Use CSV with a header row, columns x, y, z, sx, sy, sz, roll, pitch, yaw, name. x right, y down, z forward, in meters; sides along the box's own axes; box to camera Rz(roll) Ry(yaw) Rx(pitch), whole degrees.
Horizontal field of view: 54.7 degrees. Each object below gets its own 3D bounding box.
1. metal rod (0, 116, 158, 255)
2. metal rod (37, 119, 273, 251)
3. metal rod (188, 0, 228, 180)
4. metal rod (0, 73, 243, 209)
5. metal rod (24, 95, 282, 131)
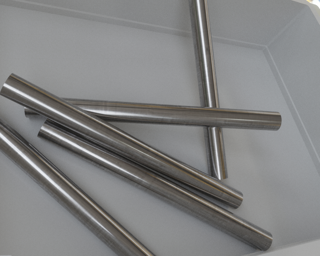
x,y,z,sx,sy,sz,roll,pitch,yaw,name
-0.120,0.043,0.314,0.300,0.025,0.025,42,51,0,metal rod
0.003,0.071,0.363,0.301,0.025,0.025,29,52,-10,metal rod
0.060,-0.082,0.411,0.025,0.025,0.298,-6,89,-31,metal rod
-0.026,0.025,0.354,0.301,0.025,0.025,29,52,-19,metal rod
0.002,-0.016,0.371,0.302,0.025,0.025,3,60,-11,metal rod
